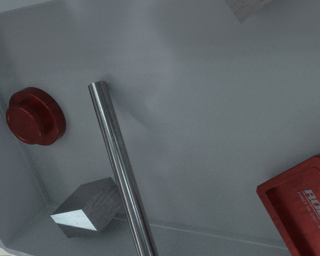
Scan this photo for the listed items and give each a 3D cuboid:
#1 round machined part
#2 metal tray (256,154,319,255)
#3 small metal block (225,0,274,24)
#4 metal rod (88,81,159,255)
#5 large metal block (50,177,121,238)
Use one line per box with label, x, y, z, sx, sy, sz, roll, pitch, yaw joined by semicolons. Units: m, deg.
round machined part;-0.204;-0.012;0.495;0.098;0.042;0.097;13;124;20
metal tray;0.176;0.103;0.334;0.090;0.030;0.130;-44;63;40
small metal block;0.090;-0.122;0.270;0.050;0.050;0.025;-30;102;37
metal rod;-0.040;0.083;0.402;0.025;0.025;0.299;-22;82;36
large metal block;-0.117;0.132;0.514;0.080;0.080;0.050;-20;108;35
